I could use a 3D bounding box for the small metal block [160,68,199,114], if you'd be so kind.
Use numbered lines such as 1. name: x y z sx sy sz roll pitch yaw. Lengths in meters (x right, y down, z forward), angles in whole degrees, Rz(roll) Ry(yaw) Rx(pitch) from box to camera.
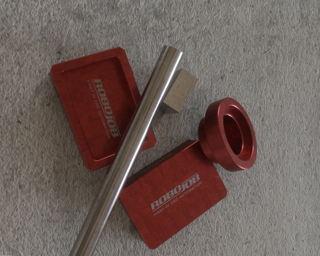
1. small metal block: 0.017 -0.046 0.403 0.025 0.050 0.050 33 79 -17

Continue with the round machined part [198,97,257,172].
1. round machined part: 0.088 0.011 0.419 0.098 0.042 0.098 23 57 -42

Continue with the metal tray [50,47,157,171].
1. metal tray: -0.068 -0.024 0.381 0.091 0.030 0.129 -21 97 -19

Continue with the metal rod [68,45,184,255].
1. metal rod: -0.046 0.045 0.361 0.025 0.025 0.299 25 90 -19

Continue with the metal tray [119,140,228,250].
1. metal tray: 0.017 0.085 0.414 0.131 0.030 0.090 -31 101 -18
